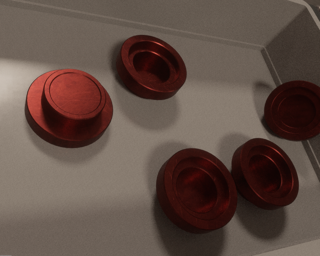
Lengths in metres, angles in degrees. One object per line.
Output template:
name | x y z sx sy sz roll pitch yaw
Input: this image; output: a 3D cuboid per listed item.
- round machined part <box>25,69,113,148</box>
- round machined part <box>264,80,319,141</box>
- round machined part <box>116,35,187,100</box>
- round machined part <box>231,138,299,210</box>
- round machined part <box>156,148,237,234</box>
round machined part | -0.101 -0.029 0.359 0.099 0.042 0.098 14 56 -21
round machined part | 0.226 -0.026 0.512 0.042 0.098 0.098 18 45 -64
round machined part | -0.015 -0.080 0.437 0.099 0.042 0.098 14 56 -21
round machined part | 0.140 0.066 0.432 0.099 0.042 0.098 14 56 -21
round machined part | 0.040 0.077 0.371 0.099 0.042 0.098 14 56 -21
